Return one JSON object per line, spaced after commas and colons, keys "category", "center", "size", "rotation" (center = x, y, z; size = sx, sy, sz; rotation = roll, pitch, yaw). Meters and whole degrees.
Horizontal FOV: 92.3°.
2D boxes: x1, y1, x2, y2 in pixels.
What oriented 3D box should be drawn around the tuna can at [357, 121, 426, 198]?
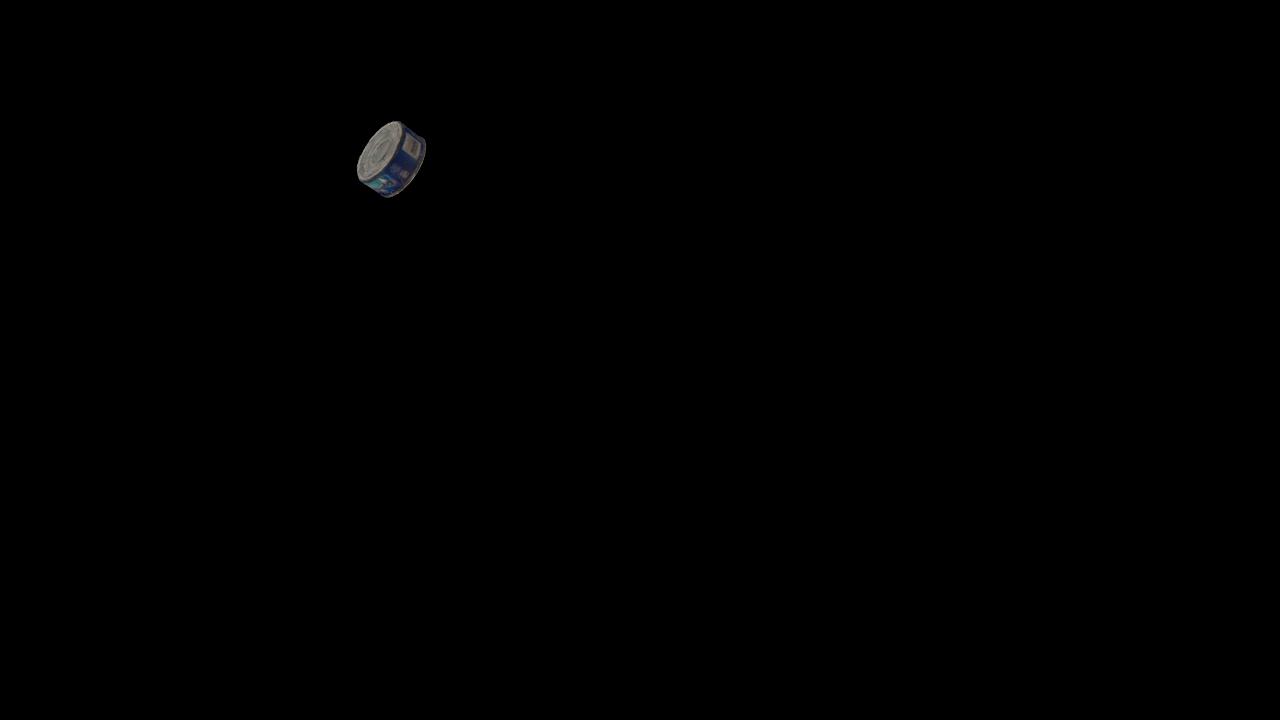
{"category": "tuna can", "center": [-0.290, -0.234, 0.716], "size": [0.084, 0.084, 0.034], "rotation": [0, -21, 36]}
